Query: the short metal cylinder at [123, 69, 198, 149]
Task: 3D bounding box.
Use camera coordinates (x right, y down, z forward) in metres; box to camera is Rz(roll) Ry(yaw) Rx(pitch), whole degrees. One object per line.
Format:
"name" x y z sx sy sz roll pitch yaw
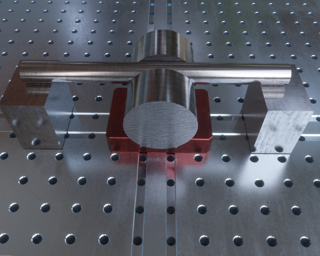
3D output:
"short metal cylinder" 0.001 -0.020 0.350 0.080 0.080 0.050 1 50 0

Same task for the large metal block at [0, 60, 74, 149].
"large metal block" -0.151 -0.030 0.394 0.050 0.080 0.080 1 50 1

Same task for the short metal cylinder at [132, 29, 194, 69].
"short metal cylinder" 0.004 -0.078 0.398 0.080 0.080 0.050 1 50 0

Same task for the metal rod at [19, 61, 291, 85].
"metal rod" -0.005 -0.063 0.356 0.302 0.025 0.025 1 50 0

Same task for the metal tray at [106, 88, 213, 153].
"metal tray" 0.000 -0.012 0.414 0.131 0.030 0.090 1 50 1

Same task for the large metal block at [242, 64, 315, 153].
"large metal block" 0.143 -0.024 0.391 0.050 0.080 0.080 1 50 1
